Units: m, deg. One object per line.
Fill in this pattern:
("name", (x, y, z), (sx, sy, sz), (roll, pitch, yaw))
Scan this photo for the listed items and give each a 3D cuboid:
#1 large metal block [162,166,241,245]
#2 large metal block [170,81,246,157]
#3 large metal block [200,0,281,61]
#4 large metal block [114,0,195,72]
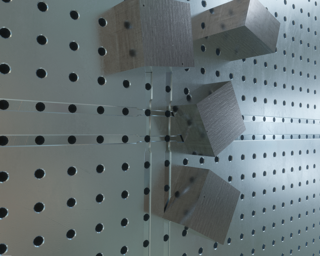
("large metal block", (0.061, 0.110, 0.443), (0.080, 0.050, 0.080), (37, 67, -34))
("large metal block", (0.072, -0.014, 0.452), (0.080, 0.050, 0.080), (-34, 111, -35))
("large metal block", (0.123, -0.149, 0.475), (0.080, 0.080, 0.050), (23, 76, -38))
("large metal block", (-0.006, -0.113, 0.387), (0.081, 0.050, 0.080), (-8, 95, -40))
